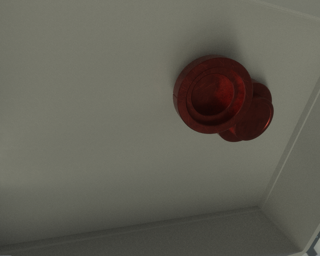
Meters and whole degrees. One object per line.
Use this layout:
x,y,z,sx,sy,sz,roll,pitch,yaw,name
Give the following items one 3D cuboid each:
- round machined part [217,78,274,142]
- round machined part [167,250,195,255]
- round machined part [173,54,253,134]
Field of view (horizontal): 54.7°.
0.125,-0.020,0.453,0.099,0.042,0.097,-14,124,-21,round machined part
0.035,0.286,0.596,0.099,0.042,0.097,-14,124,-21,round machined part
0.063,-0.045,0.395,0.099,0.042,0.097,-6,114,-12,round machined part
